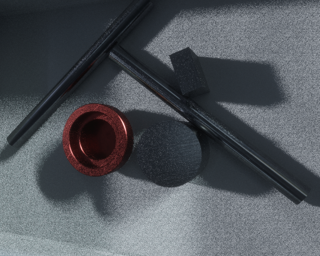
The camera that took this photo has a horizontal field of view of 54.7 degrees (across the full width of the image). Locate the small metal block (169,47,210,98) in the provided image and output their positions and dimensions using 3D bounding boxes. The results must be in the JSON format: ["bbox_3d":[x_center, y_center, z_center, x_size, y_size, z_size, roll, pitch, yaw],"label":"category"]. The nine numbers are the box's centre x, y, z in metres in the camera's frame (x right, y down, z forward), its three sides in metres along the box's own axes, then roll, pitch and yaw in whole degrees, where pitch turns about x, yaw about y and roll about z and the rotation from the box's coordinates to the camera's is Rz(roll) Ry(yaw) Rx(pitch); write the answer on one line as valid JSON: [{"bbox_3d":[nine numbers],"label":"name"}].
[{"bbox_3d":[0.038,-0.067,0.383,0.025,0.050,0.050,-20,83,18],"label":"small metal block"}]

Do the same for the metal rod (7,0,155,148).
[{"bbox_3d":[-0.123,-0.076,0.452,0.299,0.025,0.025,-42,77,14],"label":"metal rod"}]

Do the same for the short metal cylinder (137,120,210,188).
[{"bbox_3d":[0.018,0.031,0.390,0.080,0.050,0.079,0,90,19],"label":"short metal cylinder"}]

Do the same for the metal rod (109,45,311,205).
[{"bbox_3d":[0.051,-0.013,0.392,0.300,0.025,0.025,39,102,15],"label":"metal rod"}]

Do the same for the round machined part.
[{"bbox_3d":[-0.081,0.015,0.429,0.098,0.042,0.097,0,90,19],"label":"round machined part"}]
